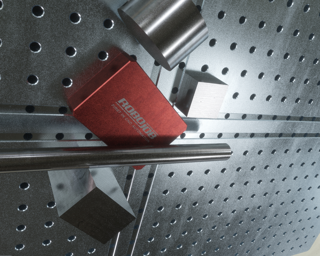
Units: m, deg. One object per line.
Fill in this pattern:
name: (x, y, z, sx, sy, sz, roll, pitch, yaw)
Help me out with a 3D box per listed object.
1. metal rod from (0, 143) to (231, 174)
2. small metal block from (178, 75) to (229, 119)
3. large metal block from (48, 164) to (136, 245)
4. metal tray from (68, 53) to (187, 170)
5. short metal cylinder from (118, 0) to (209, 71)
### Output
metal rod: (-0.037, 0.033, 0.373, 0.303, 0.025, 0.025, 0, 118, -29)
small metal block: (0.058, -0.041, 0.419, 0.050, 0.025, 0.050, 2, 118, -30)
large metal block: (-0.084, 0.083, 0.382, 0.050, 0.080, 0.080, -40, 130, -2)
metal tray: (-0.034, -0.015, 0.381, 0.090, 0.030, 0.130, -42, 130, 0)
short metal cylinder: (0.003, -0.105, 0.314, 0.050, 0.080, 0.080, -42, 130, 0)
